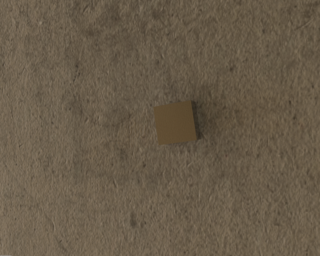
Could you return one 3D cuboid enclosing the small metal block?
[{"bbox_3d":[0.022,-0.006,0.400,0.050,0.025,0.050,-9,87,19],"label":"small metal block"}]
